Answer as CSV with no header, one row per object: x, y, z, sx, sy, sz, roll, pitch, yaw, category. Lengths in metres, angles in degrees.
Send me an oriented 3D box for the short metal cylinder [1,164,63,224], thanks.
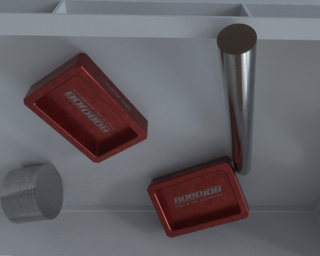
-0.183,0.095,0.452,0.050,0.080,0.080,-9,130,7,short metal cylinder

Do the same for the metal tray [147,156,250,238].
0.057,0.105,0.469,0.130,0.030,0.090,-20,97,16,metal tray

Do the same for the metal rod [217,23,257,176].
0.087,0.001,0.331,0.025,0.025,0.300,-13,154,10,metal rod

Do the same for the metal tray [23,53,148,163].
-0.087,-0.018,0.388,0.090,0.030,0.130,-27,126,21,metal tray
